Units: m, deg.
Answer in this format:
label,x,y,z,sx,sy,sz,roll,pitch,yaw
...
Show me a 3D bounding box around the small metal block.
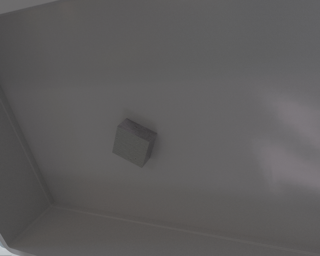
label,x,y,z,sx,sy,sz,roll,pitch,yaw
small metal block,-0.037,0.021,0.442,0.050,0.025,0.050,26,128,12
